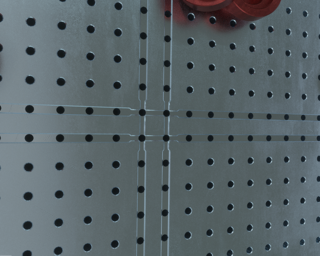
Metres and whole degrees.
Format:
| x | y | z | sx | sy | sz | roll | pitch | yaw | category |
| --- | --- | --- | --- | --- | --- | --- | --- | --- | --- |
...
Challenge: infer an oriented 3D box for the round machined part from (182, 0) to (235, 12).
| x | y | z | sx | sy | sz | roll | pitch | yaw | category |
| --- | --- | --- | --- | --- | --- | --- | --- | --- | --- |
| 0.063 | -0.207 | 0.401 | 0.098 | 0.042 | 0.097 | 0 | 90 | 17 | round machined part |

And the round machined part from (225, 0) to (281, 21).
| x | y | z | sx | sy | sz | roll | pitch | yaw | category |
| --- | --- | --- | --- | --- | --- | --- | --- | --- | --- |
| 0.126 | -0.204 | 0.452 | 0.099 | 0.042 | 0.097 | 0 | 90 | -21 | round machined part |
